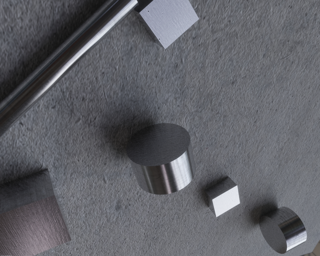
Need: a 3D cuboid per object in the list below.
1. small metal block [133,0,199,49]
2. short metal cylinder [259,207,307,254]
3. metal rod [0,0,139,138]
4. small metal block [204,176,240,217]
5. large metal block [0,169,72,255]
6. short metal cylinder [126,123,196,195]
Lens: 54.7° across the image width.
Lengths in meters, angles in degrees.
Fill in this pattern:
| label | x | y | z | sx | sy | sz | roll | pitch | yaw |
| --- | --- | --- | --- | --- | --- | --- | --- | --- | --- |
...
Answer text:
| label | x | y | z | sx | sy | sz | roll | pitch | yaw |
| --- | --- | --- | --- | --- | --- | --- | --- | --- | --- |
| small metal block | 0.006 | -0.123 | 0.334 | 0.050 | 0.025 | 0.050 | -42 | 130 | 1 |
| short metal cylinder | 0.252 | 0.210 | 0.639 | 0.050 | 0.080 | 0.079 | -19 | 126 | -18 |
| metal rod | -0.139 | -0.029 | 0.312 | 0.300 | 0.025 | 0.025 | -43 | 130 | 1 |
| small metal block | 0.109 | 0.120 | 0.541 | 0.050 | 0.025 | 0.050 | -27 | 128 | -12 |
| large metal block | -0.160 | 0.106 | 0.369 | 0.081 | 0.050 | 0.079 | -18 | 126 | -18 |
| short metal cylinder | 0.002 | 0.038 | 0.396 | 0.081 | 0.080 | 0.050 | -24 | 128 | -14 |
